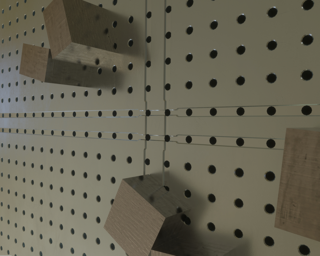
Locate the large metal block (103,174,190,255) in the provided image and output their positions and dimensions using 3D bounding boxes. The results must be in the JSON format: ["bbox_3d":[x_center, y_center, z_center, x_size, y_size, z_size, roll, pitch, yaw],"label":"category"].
[{"bbox_3d":[-0.019,0.119,0.407,0.080,0.050,0.079,34,111,34],"label":"large metal block"}]

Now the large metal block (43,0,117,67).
[{"bbox_3d":[-0.121,-0.145,0.471,0.050,0.081,0.080,-25,75,37],"label":"large metal block"}]

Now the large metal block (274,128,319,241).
[{"bbox_3d":[0.139,0.042,0.258,0.050,0.081,0.079,9,96,39],"label":"large metal block"}]

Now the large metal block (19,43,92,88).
[{"bbox_3d":[-0.171,-0.103,0.511,0.080,0.081,0.050,20,103,38],"label":"large metal block"}]

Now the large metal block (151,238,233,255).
[{"bbox_3d":[0.038,0.182,0.360,0.080,0.050,0.080,-4,87,39],"label":"large metal block"}]
